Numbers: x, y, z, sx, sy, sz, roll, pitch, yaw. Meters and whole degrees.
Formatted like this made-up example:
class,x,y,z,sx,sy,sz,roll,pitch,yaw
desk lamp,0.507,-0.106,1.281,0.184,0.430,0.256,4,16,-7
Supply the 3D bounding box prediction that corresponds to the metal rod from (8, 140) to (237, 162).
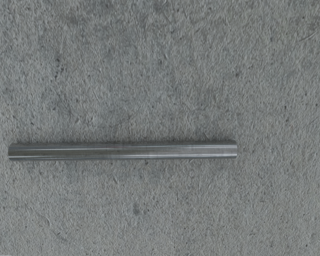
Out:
class,x,y,z,sx,sy,sz,roll,pitch,yaw
metal rod,-0.049,0.031,0.420,0.302,0.025,0.025,-1,110,0
